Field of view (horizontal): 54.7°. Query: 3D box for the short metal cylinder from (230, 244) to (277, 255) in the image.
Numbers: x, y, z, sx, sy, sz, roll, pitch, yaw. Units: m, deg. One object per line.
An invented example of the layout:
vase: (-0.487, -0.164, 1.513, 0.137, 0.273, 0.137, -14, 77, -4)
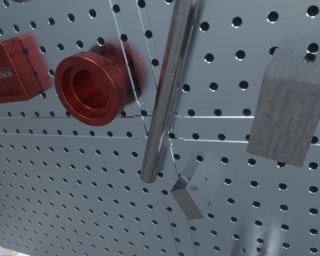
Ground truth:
short metal cylinder: (0.138, 0.220, 0.459, 0.080, 0.050, 0.079, 13, 124, 21)

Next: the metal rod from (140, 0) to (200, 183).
metal rod: (0.009, -0.044, 0.379, 0.025, 0.025, 0.298, 23, 127, 14)

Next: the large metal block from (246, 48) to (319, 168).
large metal block: (0.123, -0.023, 0.297, 0.050, 0.080, 0.079, 15, 125, 19)

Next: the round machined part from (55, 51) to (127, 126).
round machined part: (-0.087, -0.054, 0.413, 0.098, 0.042, 0.097, 13, 124, 21)

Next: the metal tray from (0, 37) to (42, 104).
metal tray: (-0.259, -0.085, 0.491, 0.130, 0.030, 0.090, -3, 117, 29)

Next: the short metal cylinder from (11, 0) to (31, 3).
short metal cylinder: (-0.171, -0.190, 0.348, 0.050, 0.080, 0.079, 28, 128, 10)

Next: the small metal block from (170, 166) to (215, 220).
small metal block: (0.046, 0.089, 0.426, 0.025, 0.050, 0.050, -21, 107, 36)
